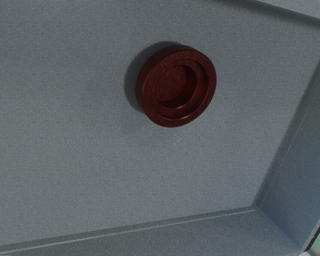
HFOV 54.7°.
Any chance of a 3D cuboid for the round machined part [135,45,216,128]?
[{"bbox_3d":[0.016,-0.053,0.375,0.099,0.042,0.097,-14,125,-21],"label":"round machined part"}]
